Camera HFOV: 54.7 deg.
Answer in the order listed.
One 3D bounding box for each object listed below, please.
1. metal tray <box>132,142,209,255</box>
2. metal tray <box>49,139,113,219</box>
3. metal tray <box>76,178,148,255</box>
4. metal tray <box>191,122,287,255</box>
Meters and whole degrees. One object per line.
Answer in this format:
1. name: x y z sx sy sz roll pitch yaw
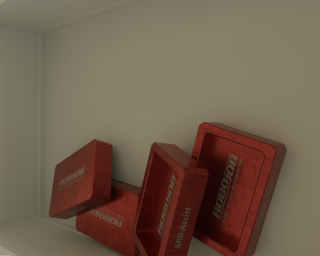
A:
1. metal tray: 0.006 0.091 0.359 0.090 0.030 0.129 35 114 62
2. metal tray: -0.123 0.082 0.477 0.130 0.030 0.090 -30 50 39
3. metal tray: -0.072 0.125 0.460 0.130 0.030 0.089 8 95 39
4. metal tray: 0.073 0.067 0.341 0.090 0.030 0.129 21 103 37
